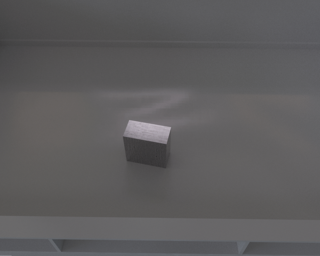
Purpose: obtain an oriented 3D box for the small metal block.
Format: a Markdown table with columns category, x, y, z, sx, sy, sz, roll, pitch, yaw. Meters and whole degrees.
| category | x | y | z | sx | sy | sz | roll | pitch | yaw |
| --- | --- | --- | --- | --- | --- | --- | --- | --- | --- |
| small metal block | -0.014 | 0.020 | 0.372 | 0.050 | 0.050 | 0.025 | 10 | 51 | 8 |
